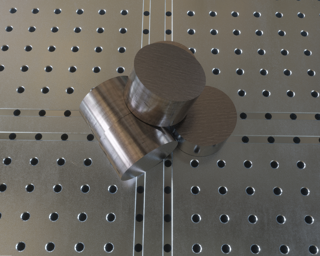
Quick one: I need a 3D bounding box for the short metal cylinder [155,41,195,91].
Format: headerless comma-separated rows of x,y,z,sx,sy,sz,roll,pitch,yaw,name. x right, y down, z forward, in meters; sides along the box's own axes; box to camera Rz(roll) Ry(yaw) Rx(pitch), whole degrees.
0.009,-0.071,0.423,0.081,0.050,0.080,0,70,0,short metal cylinder

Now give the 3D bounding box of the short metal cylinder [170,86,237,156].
0.054,-0.008,0.401,0.081,0.050,0.080,0,70,0,short metal cylinder

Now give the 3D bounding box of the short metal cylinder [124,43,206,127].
0.004,-0.048,0.348,0.081,0.050,0.080,10,56,-15,short metal cylinder

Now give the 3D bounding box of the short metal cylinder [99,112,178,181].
-0.026,0.020,0.375,0.080,0.080,0.050,-32,74,-11,short metal cylinder

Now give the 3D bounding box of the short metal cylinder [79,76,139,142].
-0.053,-0.020,0.389,0.080,0.080,0.050,-32,74,-11,short metal cylinder
